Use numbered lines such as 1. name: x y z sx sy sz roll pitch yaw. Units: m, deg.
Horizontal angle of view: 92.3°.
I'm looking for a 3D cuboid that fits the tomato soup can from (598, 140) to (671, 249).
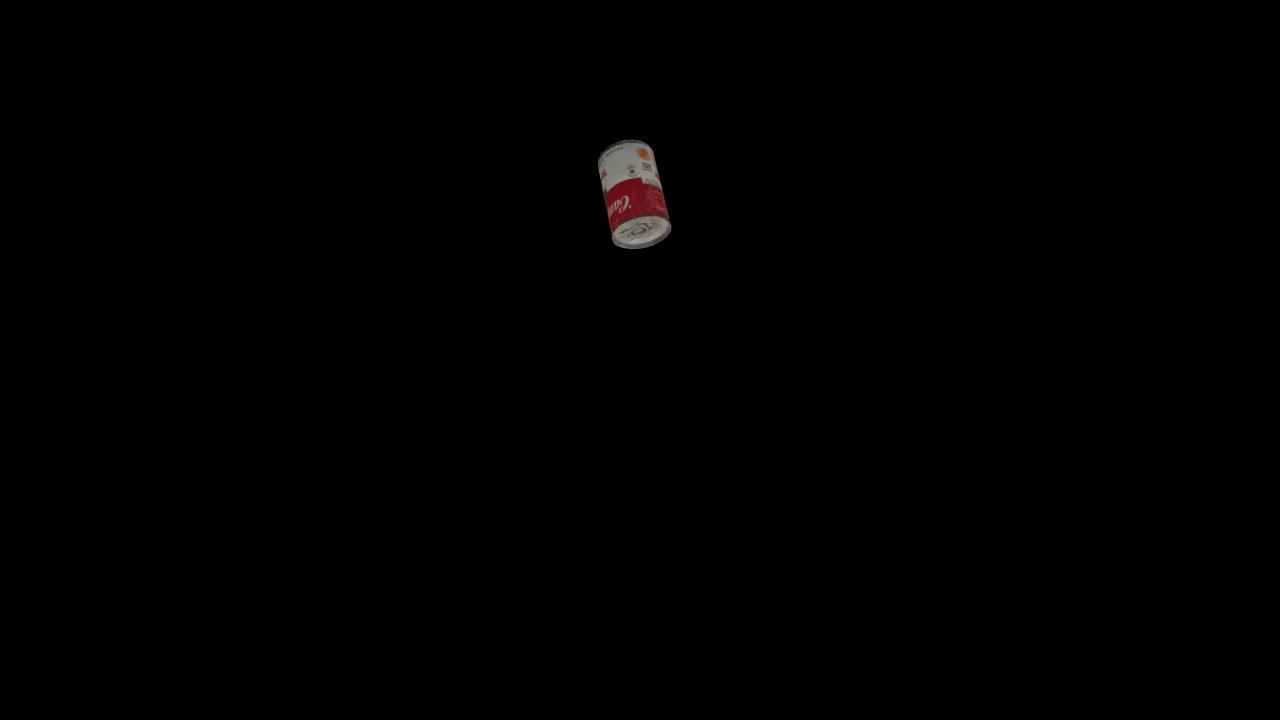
1. tomato soup can: -0.007 -0.185 0.689 0.068 0.101 0.068 -10 -18 -3
